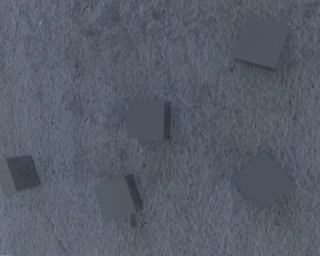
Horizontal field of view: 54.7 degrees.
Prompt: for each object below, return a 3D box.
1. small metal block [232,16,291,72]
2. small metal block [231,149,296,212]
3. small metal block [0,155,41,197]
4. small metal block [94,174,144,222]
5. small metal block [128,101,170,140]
[{"bbox_3d":[0.120,-0.099,0.367,0.050,0.025,0.050,20,97,18],"label":"small metal block"},{"bbox_3d":[0.122,0.061,0.366,0.050,0.025,0.050,-44,77,14],"label":"small metal block"},{"bbox_3d":[-0.215,0.071,0.470,0.025,0.050,0.050,-25,82,18],"label":"small metal block"},{"bbox_3d":[-0.057,0.096,0.428,0.050,0.025,0.050,-21,83,18],"label":"small metal block"},{"bbox_3d":[-0.014,-0.011,0.413,0.050,0.025,0.050,2,91,19],"label":"small metal block"}]
